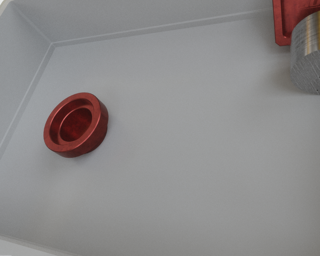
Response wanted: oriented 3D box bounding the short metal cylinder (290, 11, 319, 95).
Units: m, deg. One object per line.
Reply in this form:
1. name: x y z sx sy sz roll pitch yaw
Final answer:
1. short metal cylinder: 0.180 -0.077 0.324 0.080 0.080 0.050 -2 61 27

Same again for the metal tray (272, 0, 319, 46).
1. metal tray: 0.198 -0.147 0.348 0.130 0.089 0.030 0 30 28

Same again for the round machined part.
1. round machined part: -0.117 0.000 0.455 0.098 0.042 0.098 -13 56 20

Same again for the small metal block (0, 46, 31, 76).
1. small metal block: -0.307 -0.140 0.652 0.050 0.025 0.050 -6 59 25
